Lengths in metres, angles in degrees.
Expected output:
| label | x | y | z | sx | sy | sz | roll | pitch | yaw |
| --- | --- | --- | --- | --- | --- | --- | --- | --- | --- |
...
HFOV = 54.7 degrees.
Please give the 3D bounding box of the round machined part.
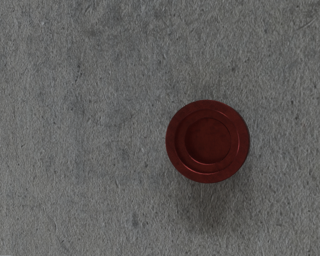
| label | x | y | z | sx | sy | sz | roll | pitch | yaw |
| --- | --- | --- | --- | --- | --- | --- | --- | --- | --- |
| round machined part | 0.060 | 0.015 | 0.379 | 0.098 | 0.042 | 0.097 | 0 | 90 | 20 |
